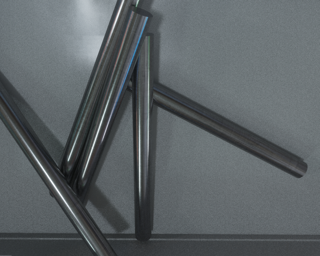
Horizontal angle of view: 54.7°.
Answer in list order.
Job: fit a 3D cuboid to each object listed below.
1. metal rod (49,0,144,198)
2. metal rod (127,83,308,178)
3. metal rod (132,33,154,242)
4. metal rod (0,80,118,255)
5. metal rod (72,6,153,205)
[{"bbox_3d":[-0.085,-0.026,0.378,0.025,0.025,0.298,23,117,-9],"label":"metal rod"},{"bbox_3d":[0.066,-0.007,0.409,0.301,0.025,0.025,27,108,-10],"label":"metal rod"},{"bbox_3d":[-0.022,0.031,0.404,0.025,0.025,0.298,1,117,-1],"label":"metal rod"},{"bbox_3d":[-0.144,0.056,0.400,0.025,0.025,0.299,-30,97,10],"label":"metal rod"},{"bbox_3d":[-0.072,0.003,0.377,0.025,0.025,0.298,20,121,-8],"label":"metal rod"}]
